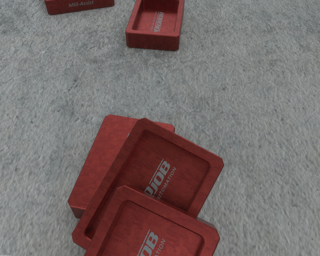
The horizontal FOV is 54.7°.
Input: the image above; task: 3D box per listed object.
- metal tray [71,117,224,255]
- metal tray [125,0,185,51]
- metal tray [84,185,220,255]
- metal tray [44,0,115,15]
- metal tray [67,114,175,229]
[{"bbox_3d":[-0.010,0.067,0.291,0.090,0.030,0.130,28,83,10],"label":"metal tray"},{"bbox_3d":[-0.005,-0.193,0.562,0.091,0.030,0.130,6,50,4],"label":"metal tray"},{"bbox_3d":[-0.019,0.123,0.250,0.090,0.030,0.130,24,82,9],"label":"metal tray"},{"bbox_3d":[-0.166,-0.274,0.627,0.131,0.030,0.090,-13,51,-11],"label":"metal tray"},{"bbox_3d":[-0.038,0.046,0.361,0.090,0.030,0.130,10,51,7],"label":"metal tray"}]
